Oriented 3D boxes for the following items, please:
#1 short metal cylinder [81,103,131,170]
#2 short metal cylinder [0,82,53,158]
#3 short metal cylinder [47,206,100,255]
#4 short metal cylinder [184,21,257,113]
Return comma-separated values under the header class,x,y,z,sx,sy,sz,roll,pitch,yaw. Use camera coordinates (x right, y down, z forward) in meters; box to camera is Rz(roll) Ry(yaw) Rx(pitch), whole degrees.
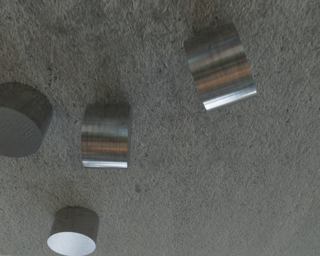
class,x,y,z,sx,sy,sz,roll,pitch,yaw
short metal cylinder,-0.062,0.010,0.379,0.050,0.080,0.079,3,130,-3
short metal cylinder,-0.179,-0.009,0.381,0.081,0.050,0.079,0,130,0
short metal cylinder,-0.150,0.182,0.544,0.081,0.050,0.079,0,130,0
short metal cylinder,0.062,-0.061,0.319,0.050,0.080,0.080,-19,128,15
